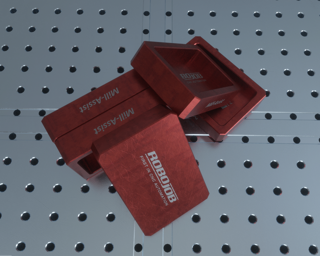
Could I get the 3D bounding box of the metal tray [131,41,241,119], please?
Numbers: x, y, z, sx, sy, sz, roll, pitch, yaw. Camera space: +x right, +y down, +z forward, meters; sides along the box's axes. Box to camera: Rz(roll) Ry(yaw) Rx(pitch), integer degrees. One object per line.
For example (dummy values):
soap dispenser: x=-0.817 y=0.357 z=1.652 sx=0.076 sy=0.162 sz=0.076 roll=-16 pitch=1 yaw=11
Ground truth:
metal tray: x=0.037 y=-0.062 z=0.375 sx=0.090 sy=0.030 sz=0.131 roll=49 pitch=32 yaw=15

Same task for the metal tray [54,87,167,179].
metal tray: x=-0.049 y=0.008 z=0.372 sx=0.131 sy=0.090 sz=0.030 roll=-31 pitch=73 yaw=-11

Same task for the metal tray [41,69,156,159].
metal tray: x=-0.066 y=-0.016 z=0.382 sx=0.131 sy=0.090 sz=0.030 roll=-31 pitch=73 yaw=-11

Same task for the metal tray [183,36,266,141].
metal tray: x=0.066 y=-0.056 z=0.429 sx=0.090 sy=0.030 sz=0.130 roll=-42 pitch=76 yaw=-14

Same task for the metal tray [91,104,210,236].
metal tray: x=-0.006 y=0.050 z=0.344 sx=0.090 sy=0.129 sz=0.030 roll=-31 pitch=32 yaw=-11
